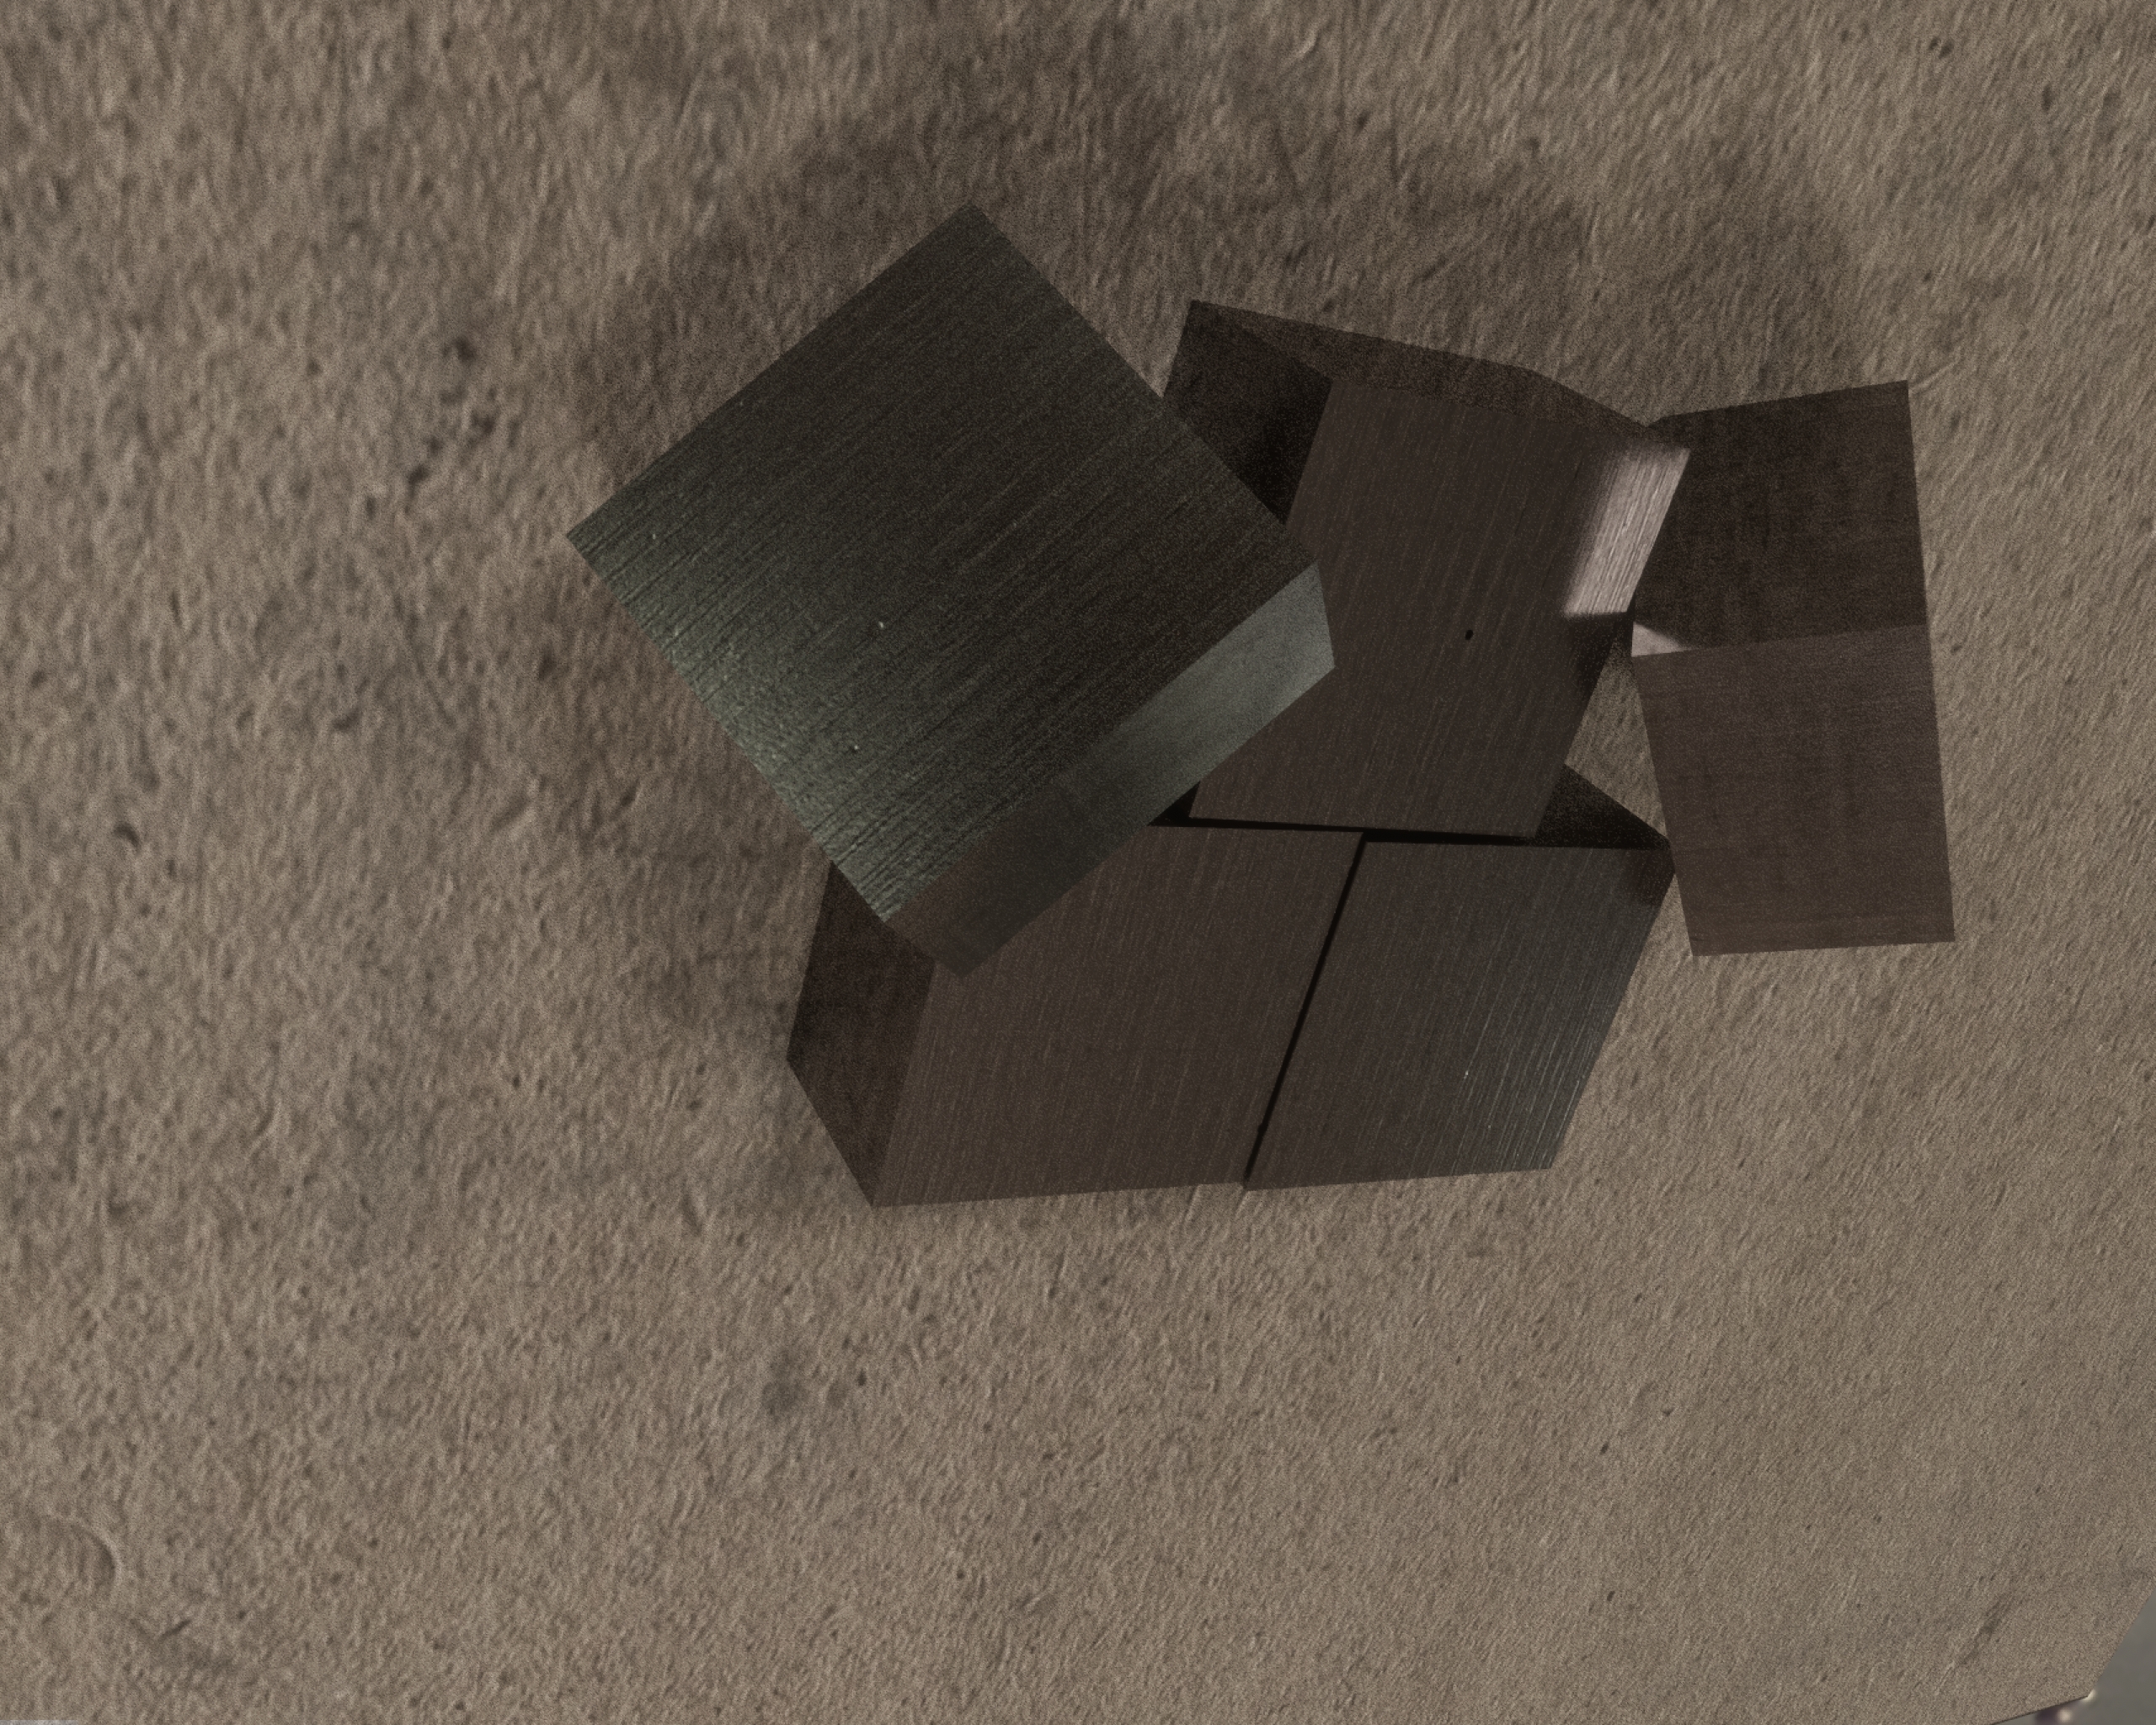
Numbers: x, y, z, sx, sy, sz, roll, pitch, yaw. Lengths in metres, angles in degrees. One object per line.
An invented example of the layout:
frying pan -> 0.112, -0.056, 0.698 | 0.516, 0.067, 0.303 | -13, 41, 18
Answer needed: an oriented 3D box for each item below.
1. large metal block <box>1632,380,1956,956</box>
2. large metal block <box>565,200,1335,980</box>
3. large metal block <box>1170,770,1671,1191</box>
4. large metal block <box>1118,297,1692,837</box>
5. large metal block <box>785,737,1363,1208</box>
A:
large metal block -> 0.146, -0.039, 0.423 | 0.050, 0.080, 0.080 | -5, 132, 23
large metal block -> -0.018, -0.041, 0.330 | 0.080, 0.080, 0.050 | -40, 164, -1
large metal block -> 0.068, 0.020, 0.441 | 0.081, 0.050, 0.079 | 1, 118, -30
large metal block -> 0.055, -0.053, 0.391 | 0.081, 0.050, 0.079 | 3, 117, -30
large metal block -> -0.003, 0.017, 0.402 | 0.081, 0.050, 0.079 | 1, 118, -30
